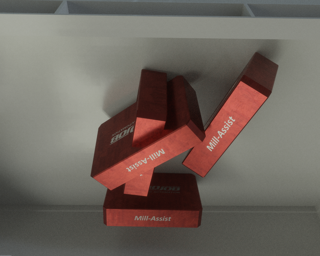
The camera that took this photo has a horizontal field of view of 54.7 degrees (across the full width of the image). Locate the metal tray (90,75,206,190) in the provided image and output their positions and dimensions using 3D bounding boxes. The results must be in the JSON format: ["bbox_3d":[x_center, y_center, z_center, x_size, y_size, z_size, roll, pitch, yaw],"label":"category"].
[{"bbox_3d":[-0.017,0.005,0.354,0.130,0.090,0.030,-30,126,21],"label":"metal tray"}]

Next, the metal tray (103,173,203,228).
[{"bbox_3d":[-0.010,0.101,0.448,0.131,0.090,0.030,2,113,-2],"label":"metal tray"}]

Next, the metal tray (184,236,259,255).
[{"bbox_3d":[0.123,0.265,0.635,0.131,0.030,0.089,11,129,-9],"label":"metal tray"}]

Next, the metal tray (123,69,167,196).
[{"bbox_3d":[-0.018,0.008,0.372,0.030,0.090,0.129,8,130,-6],"label":"metal tray"}]

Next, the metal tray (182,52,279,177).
[{"bbox_3d":[0.079,-0.014,0.352,0.030,0.090,0.129,33,126,5],"label":"metal tray"}]
